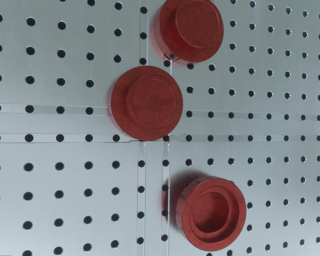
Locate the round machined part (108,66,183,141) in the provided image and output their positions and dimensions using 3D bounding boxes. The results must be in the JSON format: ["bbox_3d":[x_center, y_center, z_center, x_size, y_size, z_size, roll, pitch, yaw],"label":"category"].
[{"bbox_3d":[-0.014,-0.032,0.399,0.099,0.042,0.097,0,90,-20],"label":"round machined part"}]

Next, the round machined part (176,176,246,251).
[{"bbox_3d":[0.067,0.115,0.430,0.099,0.042,0.097,0,90,-21],"label":"round machined part"}]

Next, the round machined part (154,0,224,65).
[{"bbox_3d":[0.045,-0.138,0.421,0.099,0.042,0.097,0,90,-21],"label":"round machined part"}]
